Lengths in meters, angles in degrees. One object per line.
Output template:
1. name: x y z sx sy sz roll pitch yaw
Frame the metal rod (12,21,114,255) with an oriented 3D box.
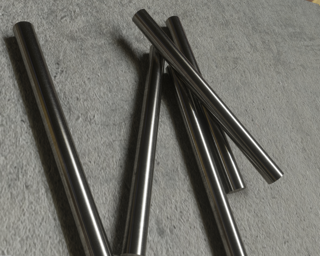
1. metal rod: -0.112 0.005 0.340 0.025 0.025 0.299 -12 68 -33

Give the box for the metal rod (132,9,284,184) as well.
1. metal rod: 0.062 -0.049 0.432 0.025 0.025 0.300 -32 80 -38

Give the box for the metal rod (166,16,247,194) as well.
1. metal rod: 0.062 -0.049 0.466 0.025 0.025 0.299 -3 63 -30

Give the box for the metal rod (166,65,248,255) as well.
1. metal rod: 0.058 0.040 0.409 0.025 0.025 0.299 -2 63 -29

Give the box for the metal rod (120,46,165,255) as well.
1. metal rod: -0.015 0.004 0.392 0.025 0.025 0.300 18 55 -18
